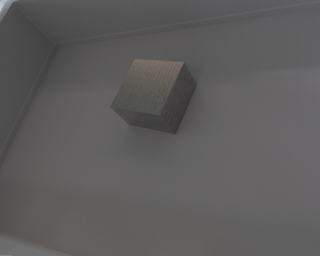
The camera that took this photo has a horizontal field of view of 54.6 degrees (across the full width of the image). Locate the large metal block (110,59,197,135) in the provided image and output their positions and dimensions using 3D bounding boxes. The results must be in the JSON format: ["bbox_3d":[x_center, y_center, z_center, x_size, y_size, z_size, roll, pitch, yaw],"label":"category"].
[{"bbox_3d":[-0.007,-0.044,0.422,0.080,0.050,0.080,12,68,33],"label":"large metal block"}]
